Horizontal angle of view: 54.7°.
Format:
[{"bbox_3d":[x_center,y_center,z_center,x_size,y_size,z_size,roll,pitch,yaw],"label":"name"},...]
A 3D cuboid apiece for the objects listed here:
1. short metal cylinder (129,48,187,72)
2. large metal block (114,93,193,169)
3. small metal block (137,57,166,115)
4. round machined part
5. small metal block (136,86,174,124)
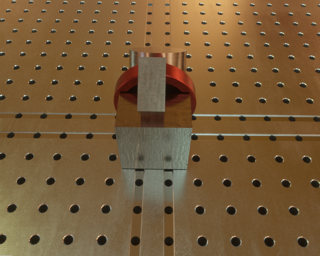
[{"bbox_3d":[-0.003,-0.086,0.442,0.081,0.050,0.080,1,20,0],"label":"short metal cylinder"},{"bbox_3d":[-0.007,0.006,0.366,0.081,0.080,0.050,1,50,0],"label":"large metal block"},{"bbox_3d":[-0.007,-0.039,0.306,0.025,0.050,0.050,1,88,0],"label":"small metal block"},{"bbox_3d":[-0.006,-0.043,0.383,0.099,0.097,0.042,1,50,0],"label":"round machined part"},{"bbox_3d":[-0.006,-0.033,0.434,0.050,0.025,0.050,1,50,0],"label":"small metal block"}]
